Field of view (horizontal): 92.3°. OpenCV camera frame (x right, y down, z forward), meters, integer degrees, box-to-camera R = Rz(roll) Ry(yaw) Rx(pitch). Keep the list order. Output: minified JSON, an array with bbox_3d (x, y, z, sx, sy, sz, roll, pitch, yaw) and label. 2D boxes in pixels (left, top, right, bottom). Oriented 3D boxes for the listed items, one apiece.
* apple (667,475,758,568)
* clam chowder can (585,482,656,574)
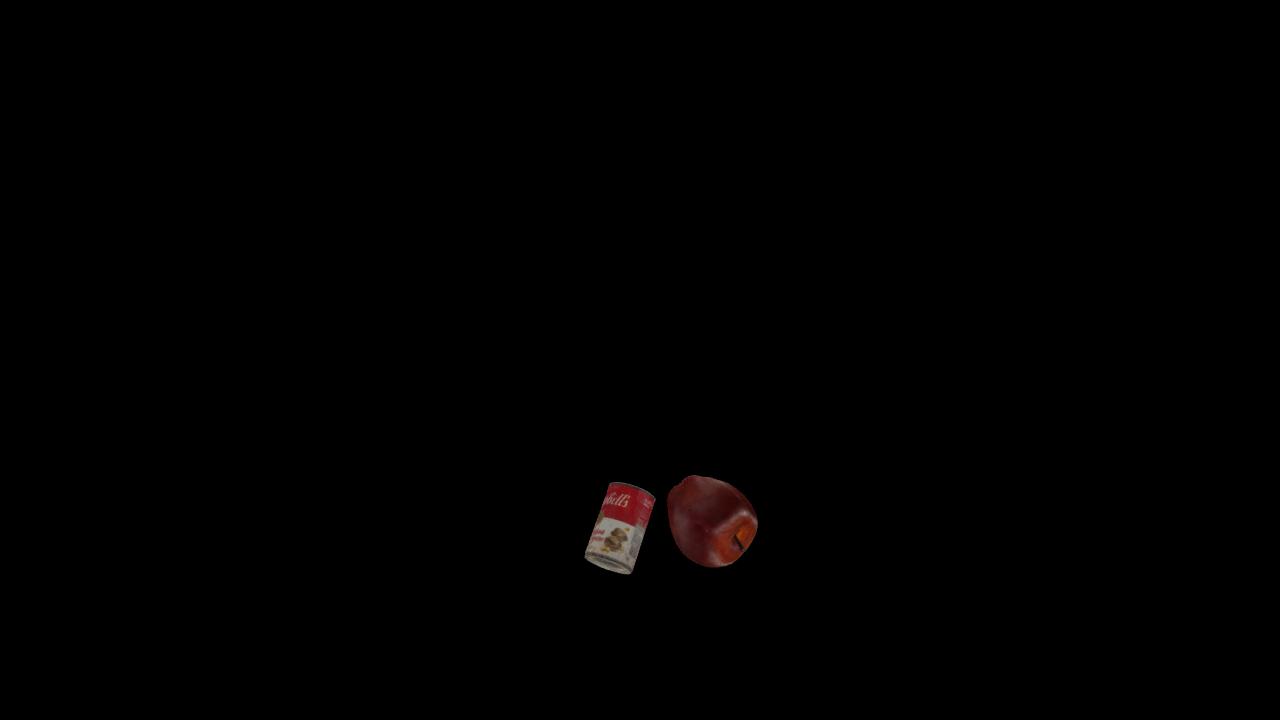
[{"bbox_3d":[0.065,0.150,0.576,0.079,0.079,0.093,0,20,-36],"label":"apple"},{"bbox_3d":[-0.026,0.222,0.814,0.068,0.102,0.068,15,-28,8],"label":"clam chowder can"}]
